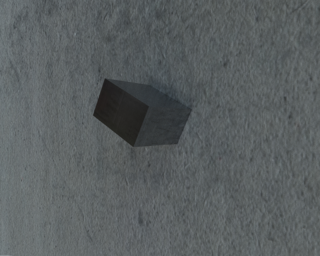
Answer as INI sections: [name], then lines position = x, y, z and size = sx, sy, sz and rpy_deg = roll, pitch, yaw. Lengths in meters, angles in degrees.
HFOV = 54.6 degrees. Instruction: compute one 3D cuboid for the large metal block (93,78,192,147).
[large metal block]
position = -0.022, -0.019, 0.388
size = 0.080, 0.081, 0.050
rpy_deg = 34, 111, 35
